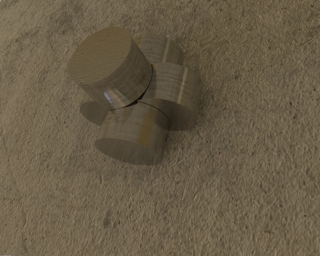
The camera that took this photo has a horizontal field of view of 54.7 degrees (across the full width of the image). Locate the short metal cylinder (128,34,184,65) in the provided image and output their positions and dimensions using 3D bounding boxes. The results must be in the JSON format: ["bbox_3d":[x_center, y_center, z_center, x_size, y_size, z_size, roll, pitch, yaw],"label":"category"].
[{"bbox_3d":[-0.010,-0.082,0.424,0.080,0.080,0.050,-2,61,27],"label":"short metal cylinder"}]

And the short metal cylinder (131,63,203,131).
[{"bbox_3d":[0.010,-0.036,0.386,0.080,0.080,0.050,0,62,28],"label":"short metal cylinder"}]

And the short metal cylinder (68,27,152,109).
[{"bbox_3d":[-0.056,-0.069,0.356,0.080,0.050,0.080,-13,56,20],"label":"short metal cylinder"}]

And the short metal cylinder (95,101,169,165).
[{"bbox_3d":[-0.034,0.008,0.381,0.080,0.080,0.050,0,62,28],"label":"short metal cylinder"}]

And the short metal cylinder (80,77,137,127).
[{"bbox_3d":[-0.062,-0.036,0.423,0.080,0.080,0.050,-1,62,27],"label":"short metal cylinder"}]
